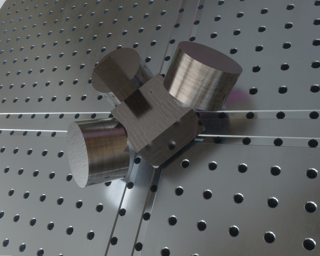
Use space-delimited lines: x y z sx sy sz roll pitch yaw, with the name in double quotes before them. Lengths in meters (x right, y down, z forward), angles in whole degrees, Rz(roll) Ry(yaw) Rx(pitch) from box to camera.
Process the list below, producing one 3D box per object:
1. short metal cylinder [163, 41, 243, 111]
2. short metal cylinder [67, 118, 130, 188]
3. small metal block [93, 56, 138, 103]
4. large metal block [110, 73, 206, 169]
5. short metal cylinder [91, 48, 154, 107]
"short metal cylinder" 0.050 -0.063 0.371 0.080 0.081 0.050 51 130 39
"short metal cylinder" -0.078 0.029 0.384 0.080 0.050 0.079 18 112 55
"small metal block" -0.053 -0.061 0.389 0.025 0.050 0.050 -39 7 4
"large metal block" -0.003 -0.010 0.392 0.080 0.050 0.080 -39 51 2
"short metal cylinder" -0.054 -0.072 0.460 0.080 0.050 0.080 -13 56 21
